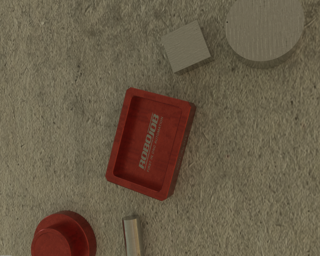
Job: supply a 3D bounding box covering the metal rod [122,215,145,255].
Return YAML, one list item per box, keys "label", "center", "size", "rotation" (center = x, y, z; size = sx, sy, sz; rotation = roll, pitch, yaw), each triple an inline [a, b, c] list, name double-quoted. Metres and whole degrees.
- label: "metal rod"
  center: [-0.022, 0.270, 0.416]
  size: [0.025, 0.025, 0.298]
  rotation: [-8, 87, 20]

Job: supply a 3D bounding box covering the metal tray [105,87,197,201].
- label: "metal tray"
  center: [-0.013, 0.019, 0.410]
  size: [0.090, 0.030, 0.129]
  rotation: [16, 95, 19]

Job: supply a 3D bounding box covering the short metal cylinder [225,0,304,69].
- label: "short metal cylinder"
  center: [0.119, -0.111, 0.354]
  size: [0.080, 0.050, 0.080]
  rotation: [0, 90, 20]

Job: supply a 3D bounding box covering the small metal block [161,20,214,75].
- label: "small metal block"
  center: [0.035, -0.101, 0.396]
  size: [0.050, 0.025, 0.050]
  rotation: [-21, 83, 18]

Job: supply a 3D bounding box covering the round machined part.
- label: "round machined part"
  center: [-0.146, 0.174, 0.452]
  size: [0.098, 0.042, 0.097]
  rotation: [0, 90, 20]
